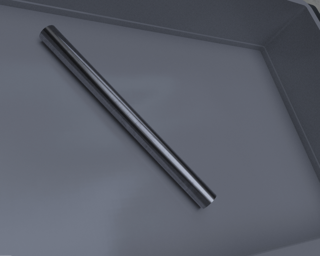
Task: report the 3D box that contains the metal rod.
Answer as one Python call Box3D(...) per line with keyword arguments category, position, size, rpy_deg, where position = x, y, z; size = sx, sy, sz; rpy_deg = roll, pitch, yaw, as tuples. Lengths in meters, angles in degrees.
Box3D(category="metal rod", position=(-0.043, -0.016, 0.393), size=(0.300, 0.025, 0.025), rpy_deg=(46, 51, 4))
